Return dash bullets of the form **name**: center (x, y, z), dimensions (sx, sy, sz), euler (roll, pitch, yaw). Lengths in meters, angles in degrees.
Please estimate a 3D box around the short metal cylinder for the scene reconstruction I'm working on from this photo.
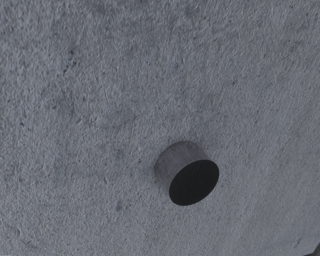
- **short metal cylinder**: center (0.038, 0.066, 0.451), dimensions (0.081, 0.050, 0.080), euler (-14, 124, -21)
